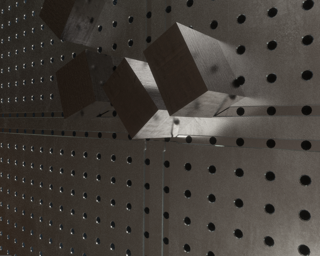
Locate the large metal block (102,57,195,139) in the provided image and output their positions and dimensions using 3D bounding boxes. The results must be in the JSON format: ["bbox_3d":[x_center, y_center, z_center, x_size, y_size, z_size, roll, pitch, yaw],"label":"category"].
[{"bbox_3d":[-0.010,-0.034,0.380,0.050,0.081,0.080,-47,63,30],"label":"large metal block"}]

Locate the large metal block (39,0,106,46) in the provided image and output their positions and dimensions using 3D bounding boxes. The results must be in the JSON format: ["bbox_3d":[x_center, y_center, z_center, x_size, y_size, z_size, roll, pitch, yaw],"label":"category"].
[{"bbox_3d":[-0.147,-0.196,0.511,0.080,0.050,0.080,47,118,29],"label":"large metal block"}]

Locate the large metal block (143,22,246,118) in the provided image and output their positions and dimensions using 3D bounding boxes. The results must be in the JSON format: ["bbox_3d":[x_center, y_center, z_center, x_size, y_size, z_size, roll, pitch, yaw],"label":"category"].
[{"bbox_3d":[0.039,-0.059,0.340,0.050,0.081,0.080,-34,69,35],"label":"large metal block"}]

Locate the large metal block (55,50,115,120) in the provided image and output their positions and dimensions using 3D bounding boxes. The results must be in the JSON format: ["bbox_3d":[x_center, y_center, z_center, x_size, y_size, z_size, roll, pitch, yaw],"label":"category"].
[{"bbox_3d":[-0.112,-0.063,0.483,0.080,0.050,0.080,-23,76,37],"label":"large metal block"}]
